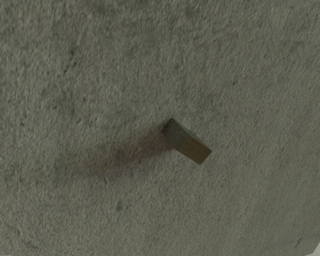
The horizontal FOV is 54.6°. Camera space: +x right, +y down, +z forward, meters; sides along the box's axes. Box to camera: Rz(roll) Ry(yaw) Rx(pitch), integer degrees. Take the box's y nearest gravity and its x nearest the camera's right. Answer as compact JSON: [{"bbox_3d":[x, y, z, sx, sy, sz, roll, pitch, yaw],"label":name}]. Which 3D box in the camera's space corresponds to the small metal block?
[{"bbox_3d":[0.036,0.018,0.420,0.050,0.050,0.025,33,100,-38],"label":"small metal block"}]
